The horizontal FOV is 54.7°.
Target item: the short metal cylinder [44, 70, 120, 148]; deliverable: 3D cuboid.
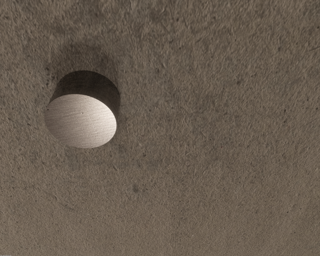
[{"bbox_3d":[-0.090,-0.022,0.371,0.081,0.050,0.079,0,130,0],"label":"short metal cylinder"}]
